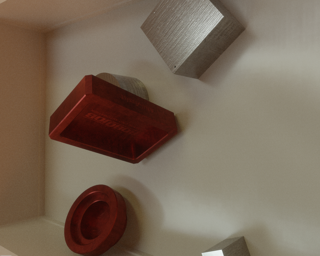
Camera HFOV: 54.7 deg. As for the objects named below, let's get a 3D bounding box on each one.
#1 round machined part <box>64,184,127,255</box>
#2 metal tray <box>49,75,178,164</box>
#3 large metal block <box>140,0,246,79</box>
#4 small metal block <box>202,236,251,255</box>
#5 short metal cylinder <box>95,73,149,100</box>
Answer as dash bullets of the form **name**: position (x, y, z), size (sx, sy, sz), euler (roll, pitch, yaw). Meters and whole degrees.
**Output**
- **round machined part**: position (-0.087, 0.135, 0.447), size (0.098, 0.042, 0.098), euler (-21, 48, 25)
- **metal tray**: position (-0.055, -0.004, 0.380), size (0.090, 0.131, 0.030), euler (-39, 45, 33)
- **large metal block**: position (0.036, -0.116, 0.360), size (0.080, 0.050, 0.080), euler (-46, 63, 30)
- **small metal block**: position (0.075, 0.148, 0.327), size (0.025, 0.050, 0.050), euler (-28, 73, 36)
- **short metal cylinder**: position (-0.062, -0.035, 0.440), size (0.080, 0.050, 0.079), euler (0, 90, 39)
